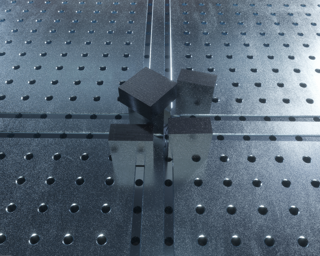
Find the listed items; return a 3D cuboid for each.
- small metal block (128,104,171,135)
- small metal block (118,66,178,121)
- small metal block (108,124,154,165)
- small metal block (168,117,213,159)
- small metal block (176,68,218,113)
[{"bbox_3d":[-0.013,-0.023,0.410,0.050,0.050,0.025,18,52,14],"label":"small metal block"},{"bbox_3d":[-0.014,-0.043,0.379,0.050,0.025,0.050,32,57,24],"label":"small metal block"},{"bbox_3d":[-0.033,0.021,0.374,0.050,0.050,0.025,1,50,0],"label":"small metal block"},{"bbox_3d":[0.035,0.013,0.381,0.050,0.050,0.025,-1,50,-1],"label":"small metal block"},{"bbox_3d":[0.050,-0.052,0.436,0.050,0.050,0.025,13,51,10],"label":"small metal block"}]
